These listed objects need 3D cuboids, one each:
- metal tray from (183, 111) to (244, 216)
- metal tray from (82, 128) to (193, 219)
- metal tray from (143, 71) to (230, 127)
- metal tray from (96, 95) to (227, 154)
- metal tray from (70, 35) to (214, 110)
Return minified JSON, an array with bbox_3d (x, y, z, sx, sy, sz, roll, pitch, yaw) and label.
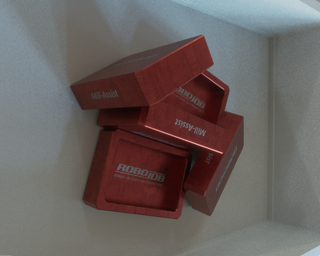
[{"bbox_3d":[0.083,0.051,0.447,0.130,0.030,0.090,-58,152,-24],"label":"metal tray"},{"bbox_3d":[-0.021,0.059,0.384,0.131,0.030,0.090,20,77,-38],"label":"metal tray"},{"bbox_3d":[0.040,-0.043,0.437,0.131,0.030,0.090,27,73,-37],"label":"metal tray"},{"bbox_3d":[0.004,0.000,0.366,0.131,0.090,0.030,20,78,-39],"label":"metal tray"},{"bbox_3d":[-0.023,-0.054,0.317,0.091,0.130,0.030,-37,113,-34],"label":"metal tray"}]
